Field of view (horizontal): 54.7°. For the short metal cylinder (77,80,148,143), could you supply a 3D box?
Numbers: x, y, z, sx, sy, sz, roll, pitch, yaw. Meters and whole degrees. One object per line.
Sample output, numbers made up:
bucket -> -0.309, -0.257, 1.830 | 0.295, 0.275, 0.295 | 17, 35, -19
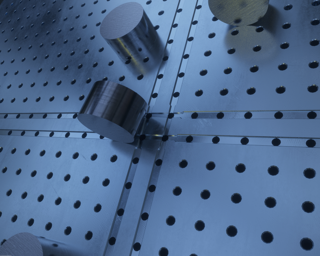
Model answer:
short metal cylinder -> -0.063, -0.020, 0.417 | 0.080, 0.080, 0.050 | 9, 66, 31

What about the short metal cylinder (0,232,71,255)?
short metal cylinder -> -0.153, 0.170, 0.366 | 0.080, 0.050, 0.080 | -13, 56, 20

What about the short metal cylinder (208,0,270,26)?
short metal cylinder -> 0.112, -0.190, 0.430 | 0.080, 0.080, 0.050 | 4, 64, 30

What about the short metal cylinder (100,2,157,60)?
short metal cylinder -> -0.052, -0.162, 0.517 | 0.080, 0.050, 0.080 | -13, 56, 21
